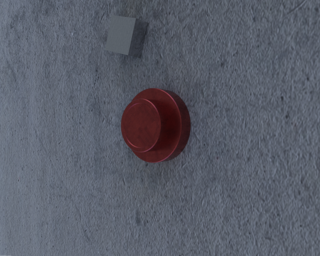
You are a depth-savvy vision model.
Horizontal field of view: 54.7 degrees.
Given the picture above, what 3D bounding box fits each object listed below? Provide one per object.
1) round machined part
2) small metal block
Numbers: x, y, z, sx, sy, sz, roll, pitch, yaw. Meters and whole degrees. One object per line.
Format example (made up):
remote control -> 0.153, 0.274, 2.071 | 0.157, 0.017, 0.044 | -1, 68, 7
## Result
round machined part -> -0.013, -0.003, 0.402 | 0.098, 0.042, 0.097 | 0, 90, 39
small metal block -> -0.048, -0.131, 0.443 | 0.050, 0.025, 0.050 | 22, 104, 37
